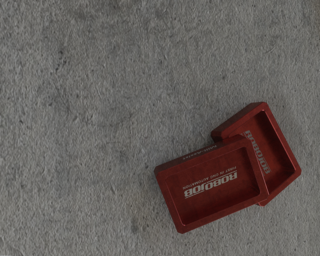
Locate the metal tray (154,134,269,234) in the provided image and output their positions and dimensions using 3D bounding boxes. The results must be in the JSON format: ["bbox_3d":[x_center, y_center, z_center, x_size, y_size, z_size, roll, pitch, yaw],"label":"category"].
[{"bbox_3d":[0.068,0.073,0.411,0.131,0.030,0.090,-21,100,-4],"label":"metal tray"}]

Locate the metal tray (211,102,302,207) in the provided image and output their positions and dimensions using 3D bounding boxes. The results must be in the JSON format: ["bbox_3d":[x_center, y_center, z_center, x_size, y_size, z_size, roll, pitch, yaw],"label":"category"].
[{"bbox_3d":[0.144,0.038,0.459,0.090,0.030,0.130,-34,101,-17],"label":"metal tray"}]
